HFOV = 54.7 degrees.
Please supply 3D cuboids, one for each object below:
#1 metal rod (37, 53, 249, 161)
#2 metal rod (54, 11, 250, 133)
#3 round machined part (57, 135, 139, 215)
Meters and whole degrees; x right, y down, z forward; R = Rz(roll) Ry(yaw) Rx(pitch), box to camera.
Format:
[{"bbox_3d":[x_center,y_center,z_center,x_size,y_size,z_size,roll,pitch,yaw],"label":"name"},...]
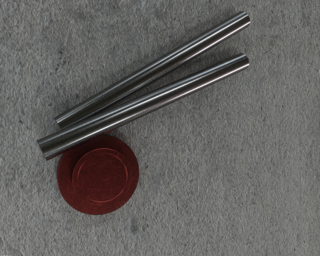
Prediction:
[{"bbox_3d":[-0.004,-0.037,0.395,0.302,0.025,0.025,-26,99,-23],"label":"metal rod"},{"bbox_3d":[0.002,-0.080,0.409,0.302,0.025,0.025,-33,101,-17],"label":"metal rod"},{"bbox_3d":[-0.072,0.057,0.374,0.099,0.042,0.097,0,90,-20],"label":"round machined part"}]
